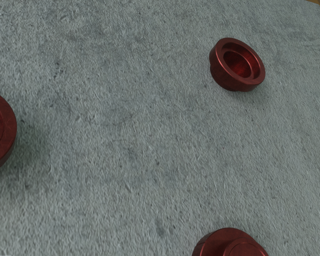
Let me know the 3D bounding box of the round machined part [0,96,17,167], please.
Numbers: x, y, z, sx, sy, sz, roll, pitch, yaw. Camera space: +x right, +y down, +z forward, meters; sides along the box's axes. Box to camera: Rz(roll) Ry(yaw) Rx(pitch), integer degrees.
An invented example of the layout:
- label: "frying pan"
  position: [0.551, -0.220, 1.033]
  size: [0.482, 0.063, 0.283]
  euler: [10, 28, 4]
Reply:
- label: "round machined part"
  position: [-0.188, 0.007, 0.287]
  size: [0.099, 0.042, 0.098]
  euler: [14, 56, -21]

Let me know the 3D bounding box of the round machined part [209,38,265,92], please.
- label: "round machined part"
  position: [0.124, -0.101, 0.521]
  size: [0.099, 0.042, 0.098]
  euler: [14, 56, -21]

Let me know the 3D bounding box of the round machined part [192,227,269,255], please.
- label: "round machined part"
  position: [0.086, 0.160, 0.342]
  size: [0.099, 0.042, 0.098]
  euler: [14, 56, -21]
